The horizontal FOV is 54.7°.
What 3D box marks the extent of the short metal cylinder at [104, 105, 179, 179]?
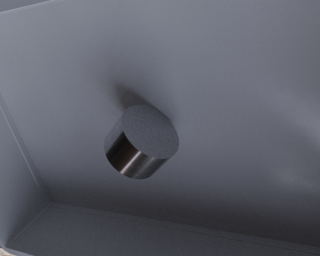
[{"bbox_3d":[-0.023,0.018,0.392,0.080,0.080,0.050,41,129,-1],"label":"short metal cylinder"}]
